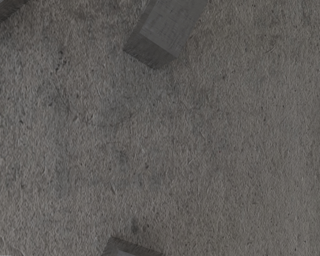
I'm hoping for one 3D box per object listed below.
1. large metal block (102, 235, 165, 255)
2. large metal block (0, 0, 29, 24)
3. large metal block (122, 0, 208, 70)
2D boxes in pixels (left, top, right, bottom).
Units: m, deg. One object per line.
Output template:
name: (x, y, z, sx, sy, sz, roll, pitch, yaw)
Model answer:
large metal block: (-0.037, 0.192, 0.382, 0.080, 0.050, 0.080, 27, 81, -18)
large metal block: (-0.193, -0.156, 0.324, 0.080, 0.050, 0.080, 46, 76, -14)
large metal block: (0.003, -0.125, 0.381, 0.050, 0.080, 0.080, 30, 80, -18)
